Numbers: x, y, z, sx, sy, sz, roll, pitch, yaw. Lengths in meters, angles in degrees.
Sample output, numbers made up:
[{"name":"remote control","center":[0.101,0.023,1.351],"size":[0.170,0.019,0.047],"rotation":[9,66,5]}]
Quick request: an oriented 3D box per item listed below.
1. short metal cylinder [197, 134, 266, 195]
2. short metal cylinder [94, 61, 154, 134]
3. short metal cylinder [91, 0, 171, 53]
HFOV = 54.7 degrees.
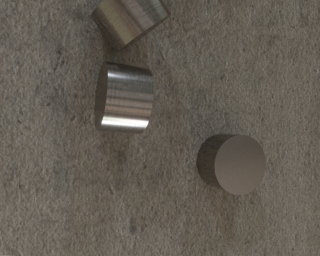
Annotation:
[{"name":"short metal cylinder","center":[0.099,0.049,0.434],"size":[0.081,0.050,0.079],"rotation":[0,90,-21]},{"name":"short metal cylinder","center":[-0.045,-0.035,0.364],"size":[0.050,0.080,0.080],"rotation":[6,88,-20]},{"name":"short metal cylinder","center":[-0.034,-0.133,0.368],"size":[0.080,0.080,0.050],"rotation":[-39,103,-16]}]
